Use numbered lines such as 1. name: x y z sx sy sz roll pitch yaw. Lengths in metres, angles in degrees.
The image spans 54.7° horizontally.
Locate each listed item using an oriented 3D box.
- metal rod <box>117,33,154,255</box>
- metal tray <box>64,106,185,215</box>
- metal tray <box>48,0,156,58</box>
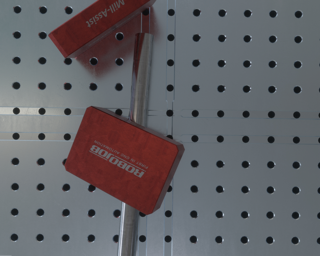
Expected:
1. metal rod: -0.033 0.026 0.412 0.025 0.025 0.298 5 90 0
2. metal tray: -0.046 0.037 0.387 0.130 0.030 0.090 24 96 17
3. metal tray: -0.065 -0.134 0.377 0.130 0.090 0.030 -34 105 0
